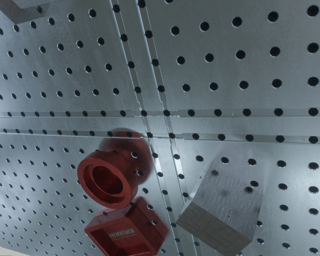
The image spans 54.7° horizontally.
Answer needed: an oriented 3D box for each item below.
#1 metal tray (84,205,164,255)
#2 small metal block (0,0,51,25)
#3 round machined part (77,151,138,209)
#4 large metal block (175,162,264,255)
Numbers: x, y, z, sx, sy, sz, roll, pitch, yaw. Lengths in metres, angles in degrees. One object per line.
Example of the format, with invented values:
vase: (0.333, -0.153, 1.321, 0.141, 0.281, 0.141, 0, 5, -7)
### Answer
metal tray: (-0.068, 0.196, 0.564, 0.130, 0.030, 0.090, -28, 103, 37)
small metal block: (-0.177, -0.162, 0.388, 0.050, 0.050, 0.025, 44, 129, -3)
round machined part: (-0.077, 0.077, 0.489, 0.098, 0.042, 0.097, 13, 124, 21)
large metal block: (0.078, 0.104, 0.399, 0.080, 0.080, 0.050, 33, 129, 7)
